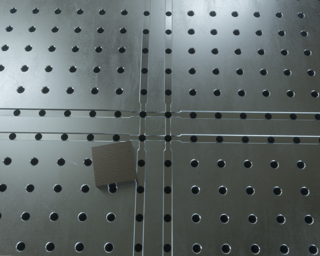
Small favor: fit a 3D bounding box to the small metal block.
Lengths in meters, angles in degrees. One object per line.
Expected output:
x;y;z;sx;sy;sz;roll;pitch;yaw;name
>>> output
-0.057;0.047;0.394;0.050;0.025;0.050;-9;70;-4;small metal block
